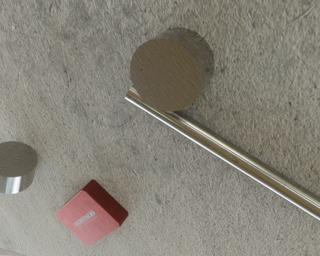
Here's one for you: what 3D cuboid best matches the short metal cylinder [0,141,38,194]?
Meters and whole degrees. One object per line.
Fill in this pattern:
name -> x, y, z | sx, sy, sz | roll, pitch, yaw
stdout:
short metal cylinder -> -0.265, 0.070, 0.554 | 0.080, 0.080, 0.050 | 33, 129, 6

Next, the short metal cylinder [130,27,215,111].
short metal cylinder -> 0.014, -0.065, 0.343 | 0.080, 0.050, 0.079 | 13, 124, 21

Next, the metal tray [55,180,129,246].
metal tray -> -0.128, 0.159, 0.570 | 0.090, 0.030, 0.129 | 45, 129, -4

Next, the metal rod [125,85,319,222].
metal rod -> 0.089, 0.033, 0.380 | 0.301, 0.025, 0.025 | 32, 129, 7
